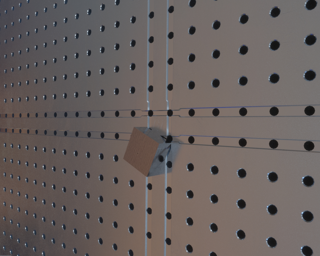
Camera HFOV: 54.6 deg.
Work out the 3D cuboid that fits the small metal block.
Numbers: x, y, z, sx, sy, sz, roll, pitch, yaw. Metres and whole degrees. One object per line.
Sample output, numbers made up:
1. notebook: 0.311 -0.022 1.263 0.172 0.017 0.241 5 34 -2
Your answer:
1. small metal block: -0.018 0.032 0.426 0.050 0.025 0.050 32 110 35
